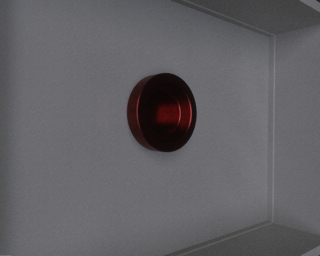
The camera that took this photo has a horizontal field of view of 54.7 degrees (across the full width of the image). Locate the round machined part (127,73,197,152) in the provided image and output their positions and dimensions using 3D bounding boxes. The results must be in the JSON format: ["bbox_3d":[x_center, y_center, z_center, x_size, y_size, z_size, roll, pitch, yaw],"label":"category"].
[{"bbox_3d":[-0.002,-0.019,0.396,0.099,0.042,0.097,0,90,-40],"label":"round machined part"}]
